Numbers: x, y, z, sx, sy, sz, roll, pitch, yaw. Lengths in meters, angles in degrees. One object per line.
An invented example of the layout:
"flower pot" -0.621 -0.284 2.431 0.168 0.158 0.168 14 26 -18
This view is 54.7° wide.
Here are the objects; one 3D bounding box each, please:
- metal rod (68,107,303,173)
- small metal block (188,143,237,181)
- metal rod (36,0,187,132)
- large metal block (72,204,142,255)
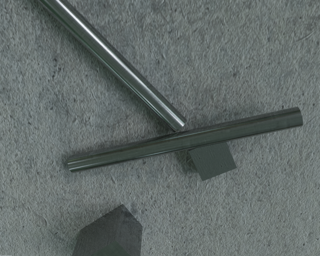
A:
"metal rod" 0.024 0.018 0.401 0.301 0.025 0.025 -12 110 10
"small metal block" 0.071 0.038 0.425 0.050 0.025 0.050 -23 109 7
"metal rod" -0.079 -0.103 0.370 0.025 0.025 0.300 -43 105 14
"large metal block" -0.074 0.168 0.441 0.080 0.080 0.050 -33 107 11
